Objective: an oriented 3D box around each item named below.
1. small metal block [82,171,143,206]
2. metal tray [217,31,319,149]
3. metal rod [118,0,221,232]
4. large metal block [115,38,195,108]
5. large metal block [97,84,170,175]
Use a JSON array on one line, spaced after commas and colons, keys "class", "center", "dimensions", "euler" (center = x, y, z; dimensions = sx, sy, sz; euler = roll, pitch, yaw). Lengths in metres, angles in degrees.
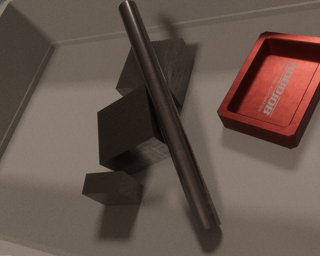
[{"class": "small metal block", "center": [-0.056, 0.074, 0.372], "dimensions": [0.050, 0.050, 0.025], "euler": [-8, 59, 24]}, {"class": "metal tray", "center": [0.137, -0.049, 0.360], "dimensions": [0.090, 0.030, 0.130], "euler": [21, 73, 35]}, {"class": "metal rod", "center": [0.004, -0.030, 0.367], "dimensions": [0.025, 0.025, 0.299], "euler": [-24, 70, 13]}, {"class": "large metal block", "center": [-0.005, -0.076, 0.437], "dimensions": [0.080, 0.050, 0.080], "euler": [2, 62, 28]}, {"class": "large metal block", "center": [-0.031, 0.004, 0.393], "dimensions": [0.080, 0.050, 0.080], "euler": [-28, 52, 23]}]
